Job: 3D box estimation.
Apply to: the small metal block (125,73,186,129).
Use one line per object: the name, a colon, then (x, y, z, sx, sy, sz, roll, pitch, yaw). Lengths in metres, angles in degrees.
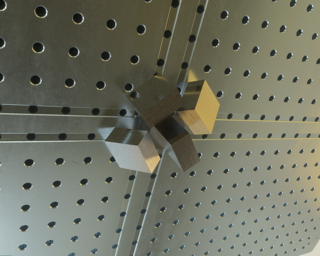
small metal block: (-0.006, -0.034, 0.370, 0.050, 0.050, 0.025, -35, 129, -5)

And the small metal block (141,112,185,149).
small metal block: (0.004, 0.000, 0.412, 0.050, 0.025, 0.050, 0, 118, -30)

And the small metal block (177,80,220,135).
small metal block: (0.052, -0.026, 0.405, 0.050, 0.025, 0.050, 50, 49, -39)

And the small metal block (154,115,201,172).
small metal block: (0.020, 0.018, 0.384, 0.025, 0.050, 0.050, -32, 129, -8)

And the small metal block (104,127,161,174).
small metal block: (-0.034, 0.028, 0.389, 0.025, 0.050, 0.050, -58, 140, -37)
